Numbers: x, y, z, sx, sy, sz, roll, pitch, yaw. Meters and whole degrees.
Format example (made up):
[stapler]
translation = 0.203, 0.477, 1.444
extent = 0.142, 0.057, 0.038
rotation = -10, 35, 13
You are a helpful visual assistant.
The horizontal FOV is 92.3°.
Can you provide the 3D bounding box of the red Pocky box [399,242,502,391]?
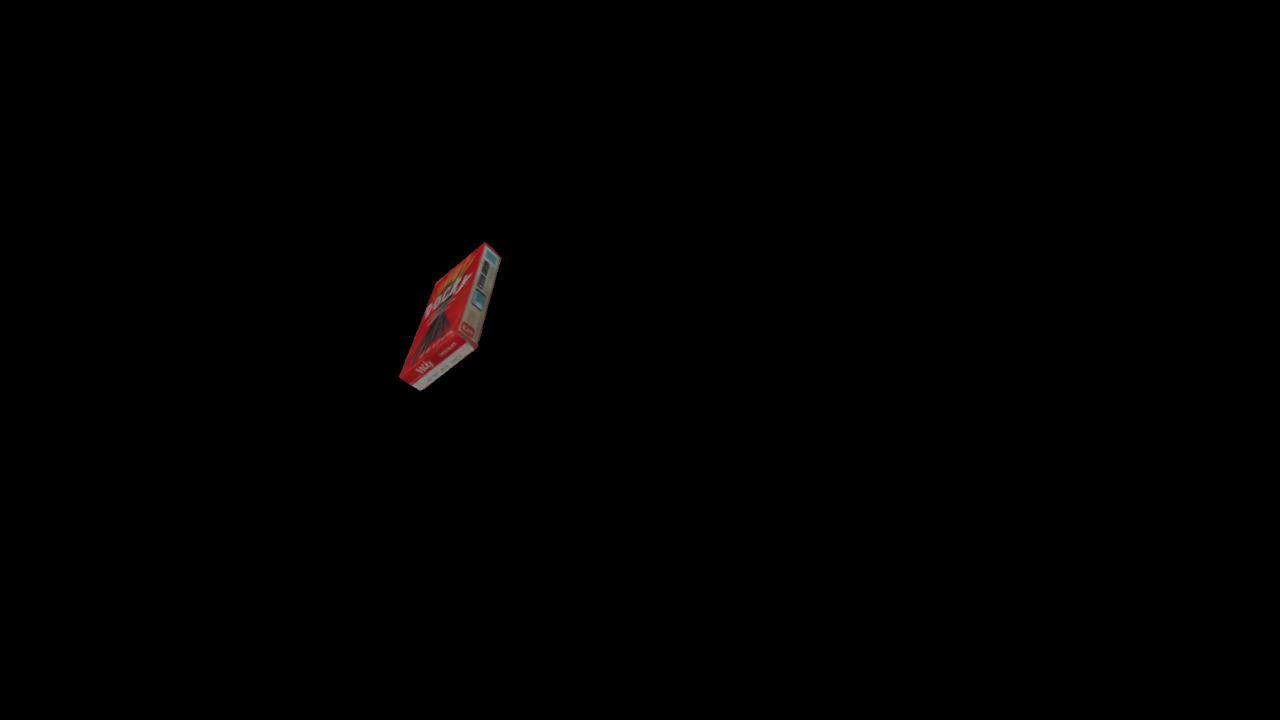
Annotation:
[red Pocky box]
translation = -0.182, -0.046, 0.599
extent = 0.083, 0.155, 0.028
rotation = -34, -56, 24
